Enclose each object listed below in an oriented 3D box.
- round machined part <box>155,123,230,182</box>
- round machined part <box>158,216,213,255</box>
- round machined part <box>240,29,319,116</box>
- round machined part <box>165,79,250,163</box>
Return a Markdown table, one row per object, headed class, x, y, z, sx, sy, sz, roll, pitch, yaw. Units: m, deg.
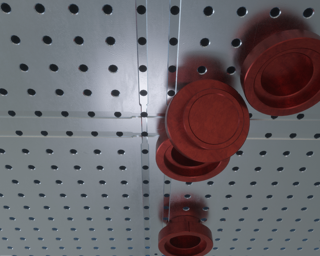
| class | x | y | z | sx | sy | sz | roll | pitch | yaw |
| --- | --- | --- | --- | --- | --- | --- | --- | --- | --- |
| round machined part | 0.043 | 0.027 | 0.423 | 0.099 | 0.042 | 0.097 | 0 | 130 | 0 |
| round machined part | 0.046 | 0.198 | 0.569 | 0.099 | 0.042 | 0.097 | 0 | 130 | 0 |
| round machined part | 0.139 | -0.064 | 0.347 | 0.099 | 0.042 | 0.097 | 0 | 131 | 0 |
| round machined part | 0.057 | -0.009 | 0.357 | 0.099 | 0.042 | 0.098 | 0 | 86 | -6 |
